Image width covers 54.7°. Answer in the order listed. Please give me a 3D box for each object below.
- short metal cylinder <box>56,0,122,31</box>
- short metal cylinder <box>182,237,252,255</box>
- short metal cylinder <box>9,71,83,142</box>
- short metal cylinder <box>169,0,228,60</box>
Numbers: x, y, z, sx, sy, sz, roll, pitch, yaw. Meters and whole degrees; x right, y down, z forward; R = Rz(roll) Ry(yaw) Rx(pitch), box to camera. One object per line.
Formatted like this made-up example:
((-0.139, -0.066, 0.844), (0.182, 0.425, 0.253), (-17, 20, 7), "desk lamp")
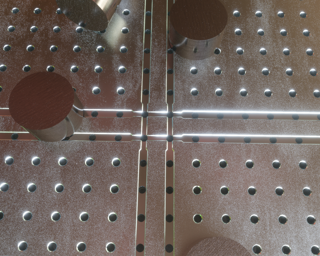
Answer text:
((-0.102, -0.188, 0.450), (0.080, 0.080, 0.050), (20, 72, 7), "short metal cylinder")
((0.062, 0.162, 0.340), (0.081, 0.050, 0.080), (0, 70, 0), "short metal cylinder")
((-0.147, -0.027, 0.407), (0.081, 0.050, 0.080), (0, 70, 0), "short metal cylinder")
((0.054, -0.147, 0.452), (0.081, 0.050, 0.080), (0, 70, 0), "short metal cylinder")
